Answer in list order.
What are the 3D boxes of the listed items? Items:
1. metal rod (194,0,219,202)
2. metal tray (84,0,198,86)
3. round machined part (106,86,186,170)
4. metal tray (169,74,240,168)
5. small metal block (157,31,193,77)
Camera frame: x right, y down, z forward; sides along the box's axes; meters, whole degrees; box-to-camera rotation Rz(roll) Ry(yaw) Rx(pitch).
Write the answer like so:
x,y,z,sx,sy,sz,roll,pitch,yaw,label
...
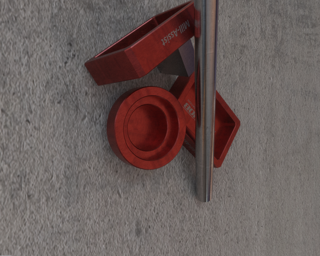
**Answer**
x,y,z,sx,sy,sz,roll,pitch,yaw,label
0.056,-0.021,0.386,0.025,0.025,0.298,-33,132,-35,metal rod
-0.012,-0.099,0.354,0.131,0.090,0.030,-45,118,-31,metal tray
-0.020,-0.001,0.376,0.099,0.042,0.097,-3,95,-34,round machined part
0.061,-0.013,0.457,0.130,0.030,0.090,45,63,-31,metal tray
0.017,-0.096,0.399,0.025,0.050,0.050,-49,134,-26,small metal block
